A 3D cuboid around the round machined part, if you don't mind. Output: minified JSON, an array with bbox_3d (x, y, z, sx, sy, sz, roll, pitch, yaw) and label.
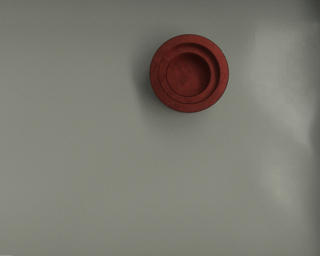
[{"bbox_3d":[0.036,-0.068,0.403,0.099,0.042,0.097,0,90,-1],"label":"round machined part"}]
